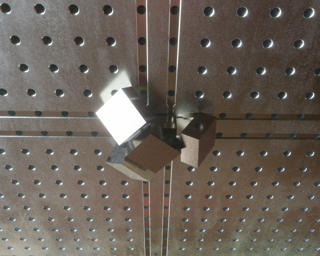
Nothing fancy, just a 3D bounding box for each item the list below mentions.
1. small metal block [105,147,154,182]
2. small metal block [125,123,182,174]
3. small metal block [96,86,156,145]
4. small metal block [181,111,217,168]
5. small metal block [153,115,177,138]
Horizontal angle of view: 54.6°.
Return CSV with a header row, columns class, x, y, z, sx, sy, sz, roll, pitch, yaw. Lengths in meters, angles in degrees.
class,x,y,z,sx,sy,sz,roll,pitch,yaw
small metal block,-0.041,0.051,0.438,0.050,0.025,0.050,37,158,-27
small metal block,-0.009,0.026,0.400,0.050,0.025,0.050,33,122,-26
small metal block,-0.042,-0.015,0.382,0.050,0.025,0.050,-39,85,28
small metal block,0.050,0.015,0.404,0.025,0.050,0.050,21,136,26
small metal block,-0.004,0.010,0.420,0.050,0.025,0.050,1,133,-1
